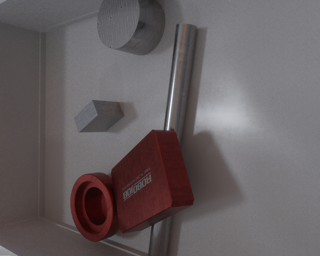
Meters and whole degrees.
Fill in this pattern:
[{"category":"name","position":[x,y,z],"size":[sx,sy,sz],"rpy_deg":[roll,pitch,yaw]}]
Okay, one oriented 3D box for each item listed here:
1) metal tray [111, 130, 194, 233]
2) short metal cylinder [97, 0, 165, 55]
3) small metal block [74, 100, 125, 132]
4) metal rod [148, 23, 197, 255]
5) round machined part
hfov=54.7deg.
[{"category":"metal tray","position":[-0.017,0.070,0.384],"size":[0.129,0.030,0.090],"rpy_deg":[-44,52,47]},{"category":"short metal cylinder","position":[-0.040,-0.143,0.421],"size":[0.080,0.050,0.079],"rpy_deg":[0,90,39]},{"category":"small metal block","position":[-0.091,-0.017,0.463],"size":[0.050,0.050,0.025],"rpy_deg":[-36,68,34]},{"category":"metal rod","position":[0.014,0.023,0.393],"size":[0.025,0.025,0.298],"rpy_deg":[12,97,39]},{"category":"round machined part","position":[-0.088,0.116,0.466],"size":[0.098,0.042,0.097],"rpy_deg":[0,90,39]}]
